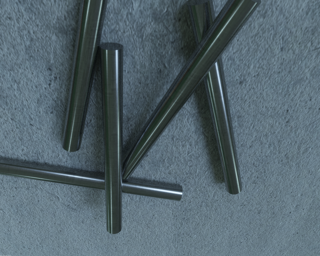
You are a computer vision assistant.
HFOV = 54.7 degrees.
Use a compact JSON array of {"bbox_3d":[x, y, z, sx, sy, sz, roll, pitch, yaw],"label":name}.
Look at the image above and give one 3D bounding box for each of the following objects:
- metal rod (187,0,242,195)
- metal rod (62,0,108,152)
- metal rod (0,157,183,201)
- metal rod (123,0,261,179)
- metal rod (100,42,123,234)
[{"bbox_3d":[0.078,-0.015,0.394,0.025,0.025,0.299,-12,129,10],"label":"metal rod"},{"bbox_3d":[-0.079,-0.085,0.333,0.025,0.025,0.298,13,129,-11],"label":"metal rod"},{"bbox_3d":[-0.114,0.077,0.471,0.302,0.025,0.025,11,129,-9],"label":"metal rod"},{"bbox_3d":[0.011,-0.024,0.364,0.025,0.025,0.298,21,134,-17],"label":"metal rod"},{"bbox_3d":[-0.063,0.036,0.414,0.025,0.025,0.298,3,124,-3],"label":"metal rod"}]
